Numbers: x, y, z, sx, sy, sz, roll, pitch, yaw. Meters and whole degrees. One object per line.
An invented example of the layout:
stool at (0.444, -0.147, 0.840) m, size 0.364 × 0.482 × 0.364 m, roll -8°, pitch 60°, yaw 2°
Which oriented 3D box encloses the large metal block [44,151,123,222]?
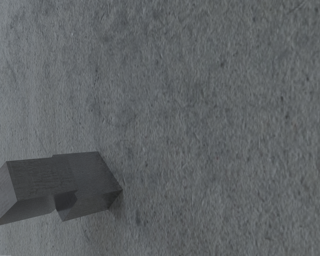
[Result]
large metal block at (-0.117, 0.083, 0.463) m, size 0.080 × 0.081 × 0.050 m, roll 51°, pitch 120°, yaw 27°

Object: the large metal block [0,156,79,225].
large metal block at (-0.167, 0.080, 0.400) m, size 0.080 × 0.081 × 0.050 m, roll -40°, pitch 66°, yaw 33°
